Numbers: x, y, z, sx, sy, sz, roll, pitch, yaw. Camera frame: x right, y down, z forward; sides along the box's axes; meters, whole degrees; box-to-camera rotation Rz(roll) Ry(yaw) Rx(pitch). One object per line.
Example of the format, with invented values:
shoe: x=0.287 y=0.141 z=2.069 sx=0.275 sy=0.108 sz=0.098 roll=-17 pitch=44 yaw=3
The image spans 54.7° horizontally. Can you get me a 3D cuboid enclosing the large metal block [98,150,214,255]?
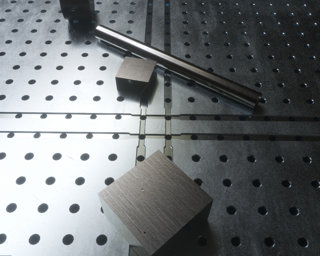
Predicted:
large metal block: x=-0.005 y=0.083 z=0.322 sx=0.080 sy=0.050 sz=0.080 roll=-34 pitch=58 yaw=-26

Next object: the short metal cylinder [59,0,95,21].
short metal cylinder: x=-0.152 y=-0.241 z=0.573 sx=0.050 sy=0.080 sz=0.080 roll=-4 pitch=50 yaw=-4

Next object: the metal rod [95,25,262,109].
metal rod: x=0.016 y=-0.105 z=0.495 sx=0.300 sy=0.025 sz=0.025 roll=28 pitch=55 yaw=21

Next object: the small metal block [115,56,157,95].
small metal block: x=-0.035 y=-0.081 z=0.475 sx=0.050 sy=0.025 sz=0.050 roll=11 pitch=51 yaw=8
